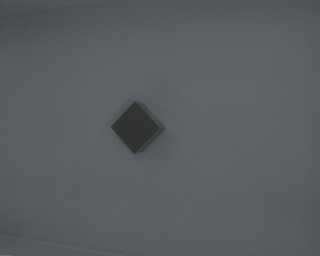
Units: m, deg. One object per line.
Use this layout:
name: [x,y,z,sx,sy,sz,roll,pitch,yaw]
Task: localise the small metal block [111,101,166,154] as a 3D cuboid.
small metal block: [-0.029,-0.001,0.420,0.050,0.025,0.050,-46,76,14]
